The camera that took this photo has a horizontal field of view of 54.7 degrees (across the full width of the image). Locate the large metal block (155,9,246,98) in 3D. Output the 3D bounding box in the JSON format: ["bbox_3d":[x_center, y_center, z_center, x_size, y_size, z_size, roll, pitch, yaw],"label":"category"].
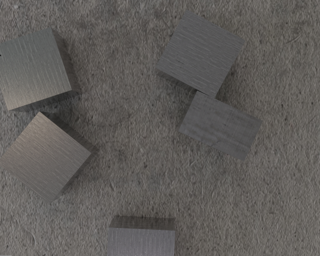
[{"bbox_3d":[0.049,-0.089,0.398,0.080,0.050,0.080,28,90,0],"label":"large metal block"}]

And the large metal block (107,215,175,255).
[{"bbox_3d":[-0.024,0.161,0.397,0.081,0.050,0.080,3,90,0],"label":"large metal block"}]

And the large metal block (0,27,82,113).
[{"bbox_3d":[-0.156,-0.071,0.396,0.080,0.050,0.080,-18,90,0],"label":"large metal block"}]

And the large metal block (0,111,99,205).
[{"bbox_3d":[-0.139,0.036,0.396,0.080,0.050,0.080,39,90,0],"label":"large metal block"}]

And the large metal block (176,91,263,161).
[{"bbox_3d":[0.067,-0.002,0.383,0.080,0.080,0.050,25,90,0],"label":"large metal block"}]
